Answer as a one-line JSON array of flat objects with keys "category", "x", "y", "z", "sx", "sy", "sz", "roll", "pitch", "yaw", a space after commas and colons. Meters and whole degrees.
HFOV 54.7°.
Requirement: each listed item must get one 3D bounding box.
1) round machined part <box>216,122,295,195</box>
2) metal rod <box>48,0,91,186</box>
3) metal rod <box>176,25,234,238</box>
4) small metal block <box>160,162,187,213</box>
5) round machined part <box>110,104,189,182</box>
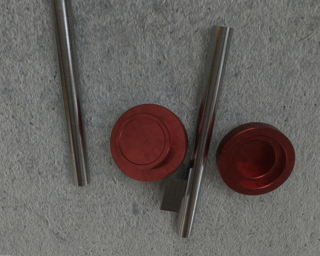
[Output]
[{"category": "round machined part", "x": 0.124, "y": 0.038, "z": 0.416, "sx": 0.099, "sy": 0.042, "sz": 0.097, "roll": 0, "pitch": 110, "yaw": 0}, {"category": "metal rod", "x": -0.113, "y": -0.064, "z": 0.385, "sx": 0.025, "sy": 0.025, "sz": 0.298, "roll": -1, "pitch": 110, "yaw": 0}, {"category": "metal rod", "x": 0.055, "y": 0.019, "z": 0.417, "sx": 0.025, "sy": 0.025, "sz": 0.298, "roll": 7, "pitch": 110, "yaw": -3}, {"category": "small metal block", "x": 0.017, "y": 0.079, "z": 0.426, "sx": 0.025, "sy": 0.050, "sz": 0.050, "roll": 11, "pitch": 110, "yaw": -4}, {"category": "round machined part", "x": -0.016, "y": 0.018, "z": 0.385, "sx": 0.098, "sy": 0.042, "sz": 0.097, "roll": -1, "pitch": 83, "yaw": 13}]
